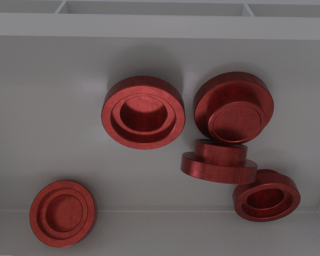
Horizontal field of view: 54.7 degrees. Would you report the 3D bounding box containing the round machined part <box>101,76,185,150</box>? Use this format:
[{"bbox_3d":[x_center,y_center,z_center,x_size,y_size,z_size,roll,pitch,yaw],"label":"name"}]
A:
[{"bbox_3d":[-0.019,-0.022,0.379,0.099,0.042,0.097,0,130,0],"label":"round machined part"}]

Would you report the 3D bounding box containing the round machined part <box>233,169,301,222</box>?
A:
[{"bbox_3d":[0.163,0.102,0.486,0.099,0.042,0.097,0,130,0],"label":"round machined part"}]

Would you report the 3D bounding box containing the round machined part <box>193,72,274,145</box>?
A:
[{"bbox_3d":[0.092,-0.017,0.384,0.099,0.042,0.097,0,130,0],"label":"round machined part"}]

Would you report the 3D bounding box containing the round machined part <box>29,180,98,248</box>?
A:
[{"bbox_3d":[-0.147,0.133,0.485,0.099,0.098,0.042,0,164,0],"label":"round machined part"}]

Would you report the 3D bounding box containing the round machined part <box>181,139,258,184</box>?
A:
[{"bbox_3d":[0.078,0.040,0.408,0.099,0.098,0.042,6,95,-5],"label":"round machined part"}]
